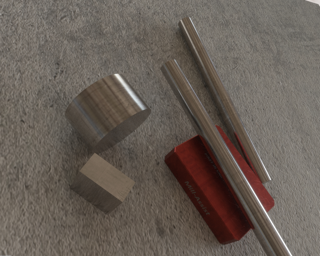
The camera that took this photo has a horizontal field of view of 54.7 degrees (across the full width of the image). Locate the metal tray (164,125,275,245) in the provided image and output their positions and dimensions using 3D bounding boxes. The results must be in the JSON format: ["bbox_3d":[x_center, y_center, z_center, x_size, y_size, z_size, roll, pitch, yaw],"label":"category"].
[{"bbox_3d":[0.078,0.068,0.400,0.091,0.030,0.130,-26,76,-37],"label":"metal tray"}]

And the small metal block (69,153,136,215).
[{"bbox_3d":[-0.060,0.059,0.319,0.050,0.050,0.025,37,51,-4],"label":"small metal block"}]

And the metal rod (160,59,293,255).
[{"bbox_3d":[0.080,0.041,0.382,0.025,0.025,0.299,-17,71,-35],"label":"metal rod"}]

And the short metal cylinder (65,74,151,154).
[{"bbox_3d":[-0.057,-0.015,0.347,0.081,0.080,0.050,-32,80,-38],"label":"short metal cylinder"}]

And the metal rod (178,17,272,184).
[{"bbox_3d":[0.094,-0.053,0.486,0.025,0.025,0.299,-8,66,-32],"label":"metal rod"}]
